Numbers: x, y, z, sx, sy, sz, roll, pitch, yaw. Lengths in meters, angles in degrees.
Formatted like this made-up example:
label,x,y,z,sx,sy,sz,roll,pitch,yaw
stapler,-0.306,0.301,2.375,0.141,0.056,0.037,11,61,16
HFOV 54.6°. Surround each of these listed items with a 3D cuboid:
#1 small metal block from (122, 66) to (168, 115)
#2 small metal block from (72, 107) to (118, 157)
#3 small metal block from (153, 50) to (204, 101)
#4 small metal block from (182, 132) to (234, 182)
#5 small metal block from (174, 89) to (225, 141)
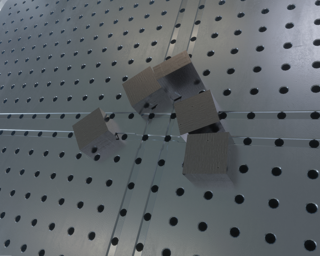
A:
label,x,y,z,sx,sy,sz,roll,pitch,yaw
small metal block,-0.022,-0.055,0.455,0.050,0.025,0.050,-32,52,7
small metal block,-0.096,0.006,0.457,0.050,0.025,0.050,-34,51,6
small metal block,0.025,-0.070,0.423,0.050,0.050,0.025,-26,53,12
small metal block,0.057,0.034,0.359,0.050,0.025,0.050,-4,60,26
small metal block,0.049,-0.014,0.392,0.050,0.025,0.050,-21,54,16
